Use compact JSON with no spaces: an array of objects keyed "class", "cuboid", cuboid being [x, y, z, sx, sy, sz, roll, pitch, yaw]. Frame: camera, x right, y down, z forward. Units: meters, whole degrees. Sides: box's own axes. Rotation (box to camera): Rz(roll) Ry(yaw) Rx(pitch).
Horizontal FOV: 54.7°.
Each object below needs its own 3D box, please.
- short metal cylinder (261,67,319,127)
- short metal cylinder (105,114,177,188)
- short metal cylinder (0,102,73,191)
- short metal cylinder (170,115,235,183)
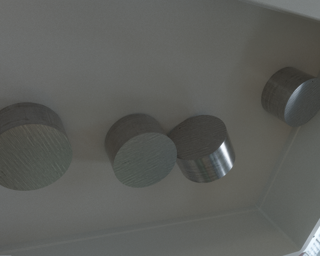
[{"class":"short metal cylinder","cuboid":[0.205,-0.048,0.478,0.081,0.050,0.079,-14,125,-21]},{"class":"short metal cylinder","cuboid":[-0.025,0.029,0.394,0.081,0.050,0.079,-11,122,-18]},{"class":"short metal cylinder","cuboid":[-0.139,0.019,0.329,0.081,0.050,0.079,-14,125,-21]},{"class":"short metal cylinder","cuboid":[0.057,0.028,0.424,0.080,0.080,0.050,-34,129,-6]}]
